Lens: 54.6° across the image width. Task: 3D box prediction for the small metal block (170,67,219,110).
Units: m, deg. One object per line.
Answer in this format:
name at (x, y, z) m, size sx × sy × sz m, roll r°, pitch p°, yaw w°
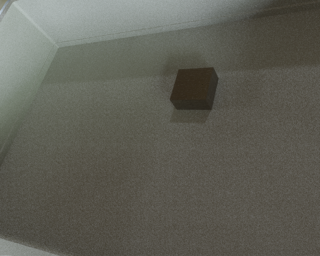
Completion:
small metal block at (0.046, -0.052, 0.414) m, size 0.050 × 0.025 × 0.050 m, roll 2°, pitch 63°, yaw 29°
